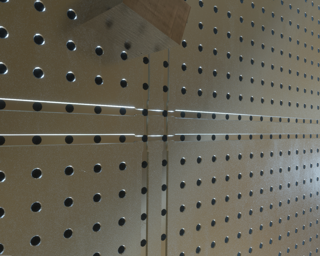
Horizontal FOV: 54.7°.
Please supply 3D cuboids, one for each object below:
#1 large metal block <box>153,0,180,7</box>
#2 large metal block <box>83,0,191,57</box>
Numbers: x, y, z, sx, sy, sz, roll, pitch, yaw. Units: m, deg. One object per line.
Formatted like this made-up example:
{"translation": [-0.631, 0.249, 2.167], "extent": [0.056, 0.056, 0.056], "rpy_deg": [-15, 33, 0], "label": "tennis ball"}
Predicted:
{"translation": [-0.002, -0.215, 0.392], "extent": [0.081, 0.050, 0.080], "rpy_deg": [10, 83, -40], "label": "large metal block"}
{"translation": [-0.026, -0.129, 0.353], "extent": [0.080, 0.080, 0.050], "rpy_deg": [26, 74, -38], "label": "large metal block"}
